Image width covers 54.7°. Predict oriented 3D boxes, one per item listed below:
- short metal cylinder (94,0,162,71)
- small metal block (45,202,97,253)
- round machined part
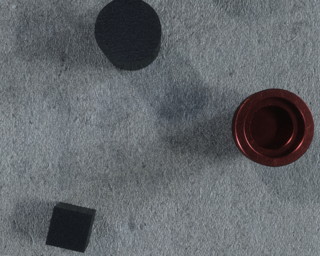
[{"bbox_3d":[-0.039,-0.118,0.397,0.081,0.050,0.079,0,90,-1],"label":"short metal cylinder"},{"bbox_3d":[-0.117,0.130,0.409,0.050,0.025,0.050,13,90,-1],"label":"small metal block"},{"bbox_3d":[0.142,-0.001,0.403,0.099,0.042,0.097,0,90,-1],"label":"round machined part"}]
